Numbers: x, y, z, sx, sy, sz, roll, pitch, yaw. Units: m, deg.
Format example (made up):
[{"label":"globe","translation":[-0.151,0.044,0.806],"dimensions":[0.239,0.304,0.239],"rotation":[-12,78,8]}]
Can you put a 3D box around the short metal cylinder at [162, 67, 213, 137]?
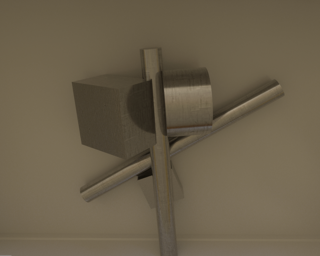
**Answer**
[{"label":"short metal cylinder","translation":[0.030,-0.031,0.369],"dimensions":[0.050,0.080,0.079],"rotation":[-5,110,0]}]

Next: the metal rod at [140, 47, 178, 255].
[{"label":"metal rod","translation":[0.001,0.050,0.400],"dimensions":[0.025,0.025,0.298],"rotation":[-5,109,1]}]

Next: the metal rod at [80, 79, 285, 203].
[{"label":"metal rod","translation":[0.022,0.022,0.417],"dimensions":[0.300,0.025,0.025],"rotation":[-30,108,10]}]

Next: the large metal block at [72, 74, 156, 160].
[{"label":"large metal block","translation":[-0.054,-0.017,0.369],"dimensions":[0.080,0.050,0.079],"rotation":[13,116,38]}]

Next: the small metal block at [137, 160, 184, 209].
[{"label":"small metal block","translation":[0.002,0.081,0.439],"dimensions":[0.050,0.025,0.050],"rotation":[-20,109,7]}]
